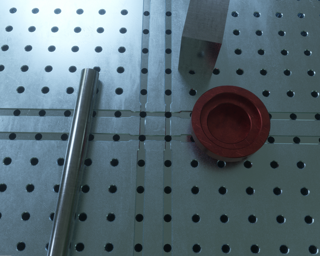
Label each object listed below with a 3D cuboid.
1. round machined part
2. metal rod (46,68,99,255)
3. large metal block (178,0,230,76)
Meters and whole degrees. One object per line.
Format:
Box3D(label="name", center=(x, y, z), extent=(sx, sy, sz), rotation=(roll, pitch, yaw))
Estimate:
Box3D(label="round machined part", center=(0.089, -0.003, 0.405), extent=(0.099, 0.042, 0.098), rotation=(0, 70, -1))
Box3D(label="metal rod", center=(-0.110, 0.062, 0.387), extent=(0.025, 0.025, 0.299), rotation=(4, 70, 1))
Box3D(label="large metal block", center=(0.060, -0.131, 0.431), extent=(0.050, 0.080, 0.080), rotation=(12, 71, 4))
